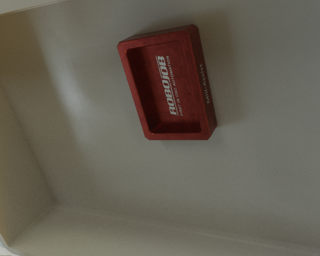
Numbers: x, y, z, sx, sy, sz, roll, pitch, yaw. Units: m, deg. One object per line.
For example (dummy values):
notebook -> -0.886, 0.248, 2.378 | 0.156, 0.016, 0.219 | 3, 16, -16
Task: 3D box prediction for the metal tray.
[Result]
metal tray -> 0.011, -0.048, 0.370 | 0.090, 0.030, 0.129 | -1, 118, 29
